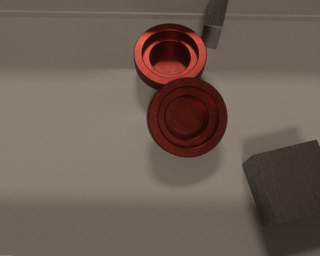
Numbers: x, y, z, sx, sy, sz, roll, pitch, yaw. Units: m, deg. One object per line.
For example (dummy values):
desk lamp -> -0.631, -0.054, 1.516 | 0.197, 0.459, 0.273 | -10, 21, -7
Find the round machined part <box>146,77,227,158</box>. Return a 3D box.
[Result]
round machined part -> 0.032, -0.013, 0.394 | 0.099, 0.042, 0.097 | 0, 90, -9

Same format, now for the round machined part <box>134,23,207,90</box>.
round machined part -> 0.014, -0.094, 0.435 | 0.099, 0.042, 0.098 | 0, 70, -1

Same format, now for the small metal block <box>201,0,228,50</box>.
small metal block -> 0.078, -0.152, 0.453 | 0.025, 0.050, 0.050 | 13, 71, 4

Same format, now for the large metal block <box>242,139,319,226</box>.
large metal block -> 0.156, 0.067, 0.374 | 0.081, 0.050, 0.080 | -13, 71, -5
